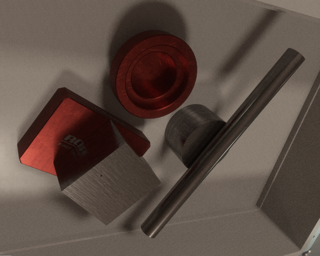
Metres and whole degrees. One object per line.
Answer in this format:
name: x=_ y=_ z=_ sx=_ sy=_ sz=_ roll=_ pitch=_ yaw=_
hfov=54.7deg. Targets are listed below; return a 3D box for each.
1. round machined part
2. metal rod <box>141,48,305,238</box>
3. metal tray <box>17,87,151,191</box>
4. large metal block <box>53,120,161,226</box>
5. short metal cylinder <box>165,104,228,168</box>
round machined part: x=-0.010 y=-0.063 z=0.354 sx=0.099 sy=0.042 sz=0.097 roll=-14 pitch=125 yaw=-21
metal rod: x=0.076 y=0.025 z=0.402 sx=0.025 sy=0.025 sz=0.299 roll=32 pitch=100 yaw=-39
metal tray: x=-0.086 y=0.021 z=0.372 sx=0.130 sy=0.030 sz=0.090 roll=32 pitch=100 yaw=-39
large metal block: x=-0.059 y=0.052 z=0.354 sx=0.080 sy=0.050 sz=0.080 roll=-38 pitch=130 yaw=-3
short metal cylinder: x=0.054 y=0.013 z=0.432 sx=0.081 sy=0.050 sz=0.079 roll=-14 pitch=125 yaw=-21
